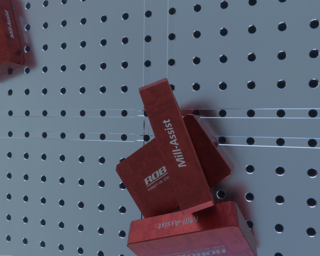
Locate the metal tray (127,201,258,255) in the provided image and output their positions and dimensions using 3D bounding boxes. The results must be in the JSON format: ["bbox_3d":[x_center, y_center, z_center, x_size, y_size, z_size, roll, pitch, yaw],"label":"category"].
[{"bbox_3d":[0.039,0.135,0.367,0.130,0.030,0.090,-17,129,19],"label":"metal tray"}]

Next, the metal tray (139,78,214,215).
[{"bbox_3d":[0.020,0.021,0.333,0.030,0.090,0.130,-21,78,5],"label":"metal tray"}]

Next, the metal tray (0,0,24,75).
[{"bbox_3d":[-0.282,-0.154,0.510,0.090,0.030,0.129,-17,84,19],"label":"metal tray"}]

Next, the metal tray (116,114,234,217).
[{"bbox_3d":[0.017,0.053,0.404,0.130,0.030,0.090,-36,79,16],"label":"metal tray"}]
